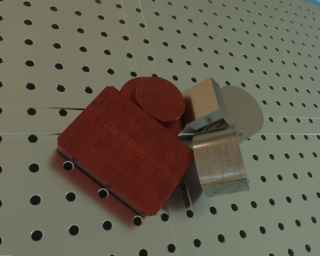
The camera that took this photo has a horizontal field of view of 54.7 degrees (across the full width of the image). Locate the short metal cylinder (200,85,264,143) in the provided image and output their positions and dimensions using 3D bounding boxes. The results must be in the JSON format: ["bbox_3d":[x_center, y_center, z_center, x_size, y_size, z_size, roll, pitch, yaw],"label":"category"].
[{"bbox_3d":[0.102,-0.015,0.452,0.081,0.050,0.080,14,56,-21],"label":"short metal cylinder"}]

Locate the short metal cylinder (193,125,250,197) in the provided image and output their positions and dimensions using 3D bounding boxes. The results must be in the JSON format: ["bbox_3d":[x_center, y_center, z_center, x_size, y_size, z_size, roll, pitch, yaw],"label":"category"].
[{"bbox_3d":[0.075,0.040,0.376,0.050,0.080,0.080,-13,60,14],"label":"short metal cylinder"}]

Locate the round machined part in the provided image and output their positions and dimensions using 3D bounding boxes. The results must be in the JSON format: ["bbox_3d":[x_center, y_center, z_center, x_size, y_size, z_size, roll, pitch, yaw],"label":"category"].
[{"bbox_3d":[-0.007,-0.028,0.406,0.099,0.042,0.098,14,56,-21],"label":"round machined part"}]

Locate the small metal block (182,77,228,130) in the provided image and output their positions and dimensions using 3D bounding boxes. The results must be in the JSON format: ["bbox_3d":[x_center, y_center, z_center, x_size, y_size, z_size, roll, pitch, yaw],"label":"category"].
[{"bbox_3d":[0.057,-0.032,0.414,0.025,0.050,0.050,27,45,-48],"label":"small metal block"}]

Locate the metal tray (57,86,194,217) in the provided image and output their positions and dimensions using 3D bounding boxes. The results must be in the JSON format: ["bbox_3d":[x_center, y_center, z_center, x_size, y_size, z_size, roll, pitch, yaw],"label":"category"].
[{"bbox_3d":[-0.036,0.026,0.350,0.130,0.030,0.090,39,66,-3],"label":"metal tray"}]
